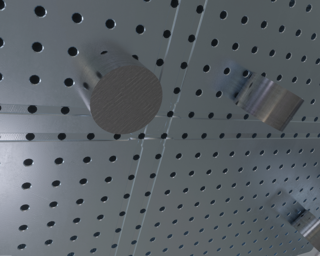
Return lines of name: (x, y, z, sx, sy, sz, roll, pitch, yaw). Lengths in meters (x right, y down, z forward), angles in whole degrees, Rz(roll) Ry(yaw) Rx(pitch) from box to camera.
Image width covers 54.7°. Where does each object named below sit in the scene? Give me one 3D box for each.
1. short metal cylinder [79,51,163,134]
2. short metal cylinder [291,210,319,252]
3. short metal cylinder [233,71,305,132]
short metal cylinder: (-0.044, -0.040, 0.346, 0.081, 0.050, 0.079, -14, 124, -21)
short metal cylinder: (0.352, 0.236, 0.714, 0.050, 0.080, 0.080, -45, 129, 3)
short metal cylinder: (0.151, -0.037, 0.435, 0.080, 0.080, 0.050, 20, 108, -36)
